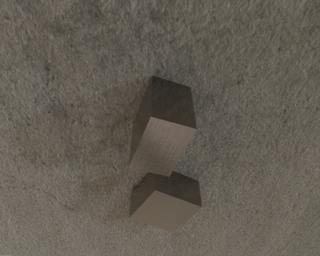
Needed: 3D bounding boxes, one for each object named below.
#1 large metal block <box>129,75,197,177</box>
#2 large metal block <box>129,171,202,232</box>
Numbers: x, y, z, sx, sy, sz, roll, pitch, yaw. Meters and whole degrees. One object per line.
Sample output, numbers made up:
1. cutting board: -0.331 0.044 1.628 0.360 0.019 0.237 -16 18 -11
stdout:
1. large metal block: 0.001 -0.002 0.369 0.050 0.080 0.079 15 128 -13
2. large metal block: 0.007 0.112 0.487 0.080 0.050 0.080 24 126 -20
